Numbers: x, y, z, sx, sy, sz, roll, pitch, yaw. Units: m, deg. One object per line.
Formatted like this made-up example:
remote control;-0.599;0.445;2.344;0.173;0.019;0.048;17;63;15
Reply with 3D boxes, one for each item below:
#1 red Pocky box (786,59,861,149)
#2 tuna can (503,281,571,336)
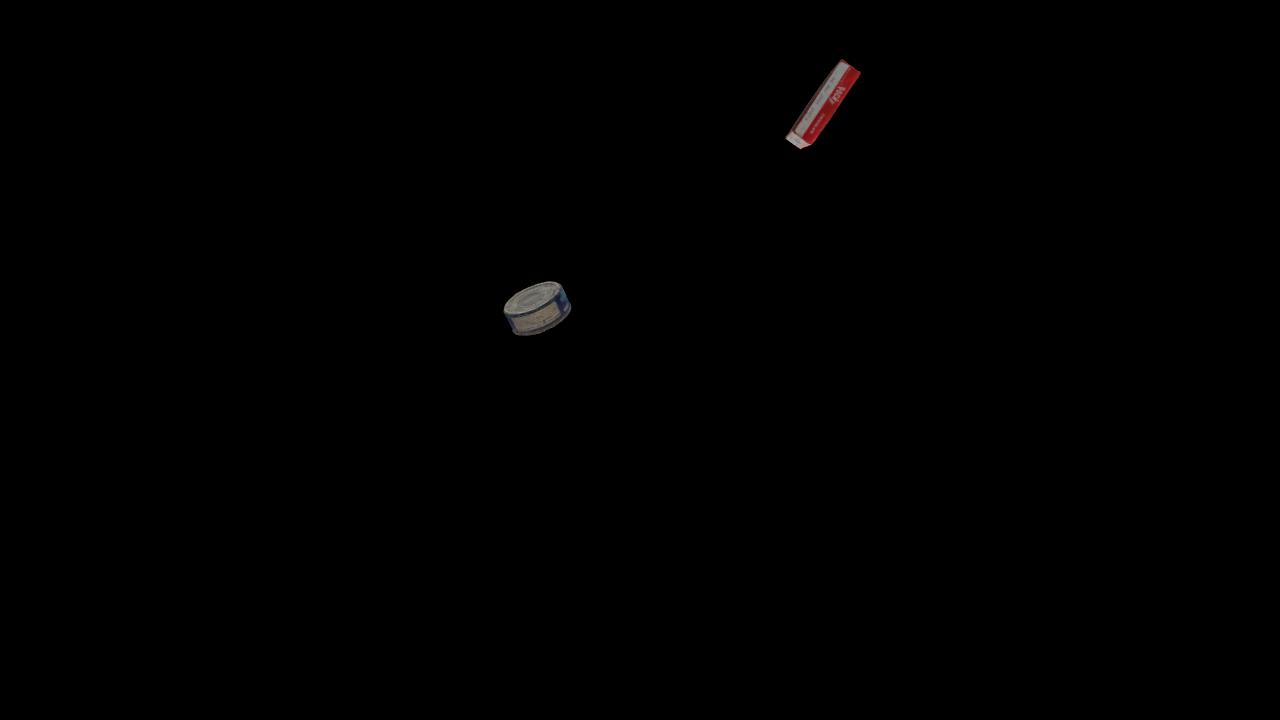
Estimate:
red Pocky box;0.202;-0.283;0.694;0.028;0.083;0.155;33;20;-1
tuna can;-0.134;-0.069;0.803;0.084;0.034;0.084;-16;30;10
